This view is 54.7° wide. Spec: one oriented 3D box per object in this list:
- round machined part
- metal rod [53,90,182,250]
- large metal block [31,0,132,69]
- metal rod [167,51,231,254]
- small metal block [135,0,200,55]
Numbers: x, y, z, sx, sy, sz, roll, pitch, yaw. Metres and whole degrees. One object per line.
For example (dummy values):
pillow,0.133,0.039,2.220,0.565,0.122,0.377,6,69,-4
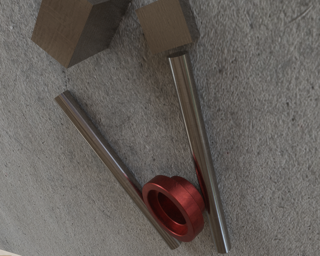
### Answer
round machined part,0.024,0.106,0.434,0.098,0.042,0.097,33,141,32
metal rod,-0.059,0.071,0.479,0.025,0.025,0.299,-27,104,37
large metal block,-0.083,-0.122,0.338,0.050,0.080,0.080,39,129,1
metal rod,0.057,0.049,0.405,0.025,0.025,0.298,-2,118,29
small metal block,0.009,-0.112,0.332,0.050,0.025,0.050,-9,114,32
